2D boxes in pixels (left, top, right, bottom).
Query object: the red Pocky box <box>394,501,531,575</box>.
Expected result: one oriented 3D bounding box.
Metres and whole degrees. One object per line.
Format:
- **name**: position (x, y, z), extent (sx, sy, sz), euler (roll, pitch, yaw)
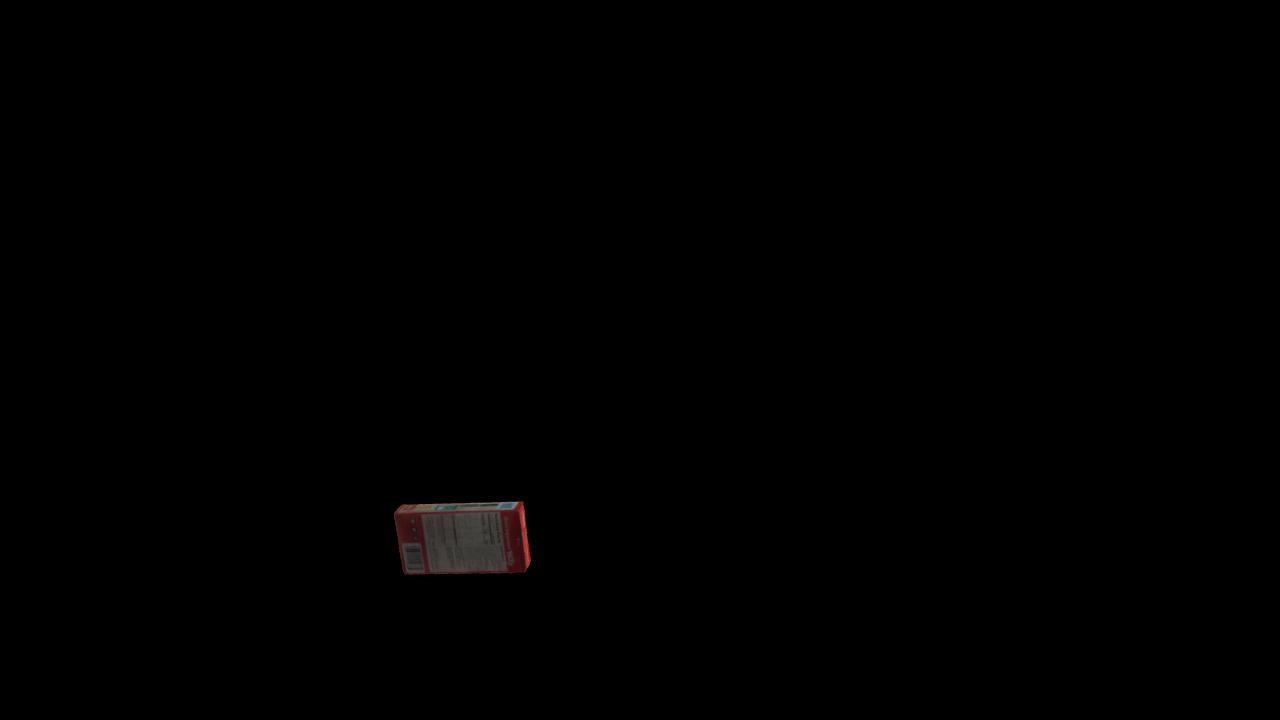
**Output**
- **red Pocky box**: position (-0.211, 0.214, 0.738), extent (0.155, 0.083, 0.028), euler (-3, 11, 6)
